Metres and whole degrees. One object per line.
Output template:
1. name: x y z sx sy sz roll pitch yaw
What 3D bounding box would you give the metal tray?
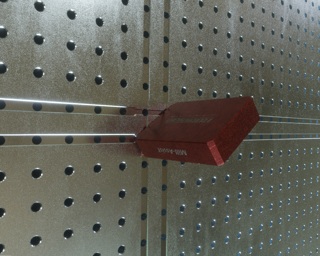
1. metal tray: 0.042 0.001 0.378 0.090 0.130 0.030 -42 116 -32
